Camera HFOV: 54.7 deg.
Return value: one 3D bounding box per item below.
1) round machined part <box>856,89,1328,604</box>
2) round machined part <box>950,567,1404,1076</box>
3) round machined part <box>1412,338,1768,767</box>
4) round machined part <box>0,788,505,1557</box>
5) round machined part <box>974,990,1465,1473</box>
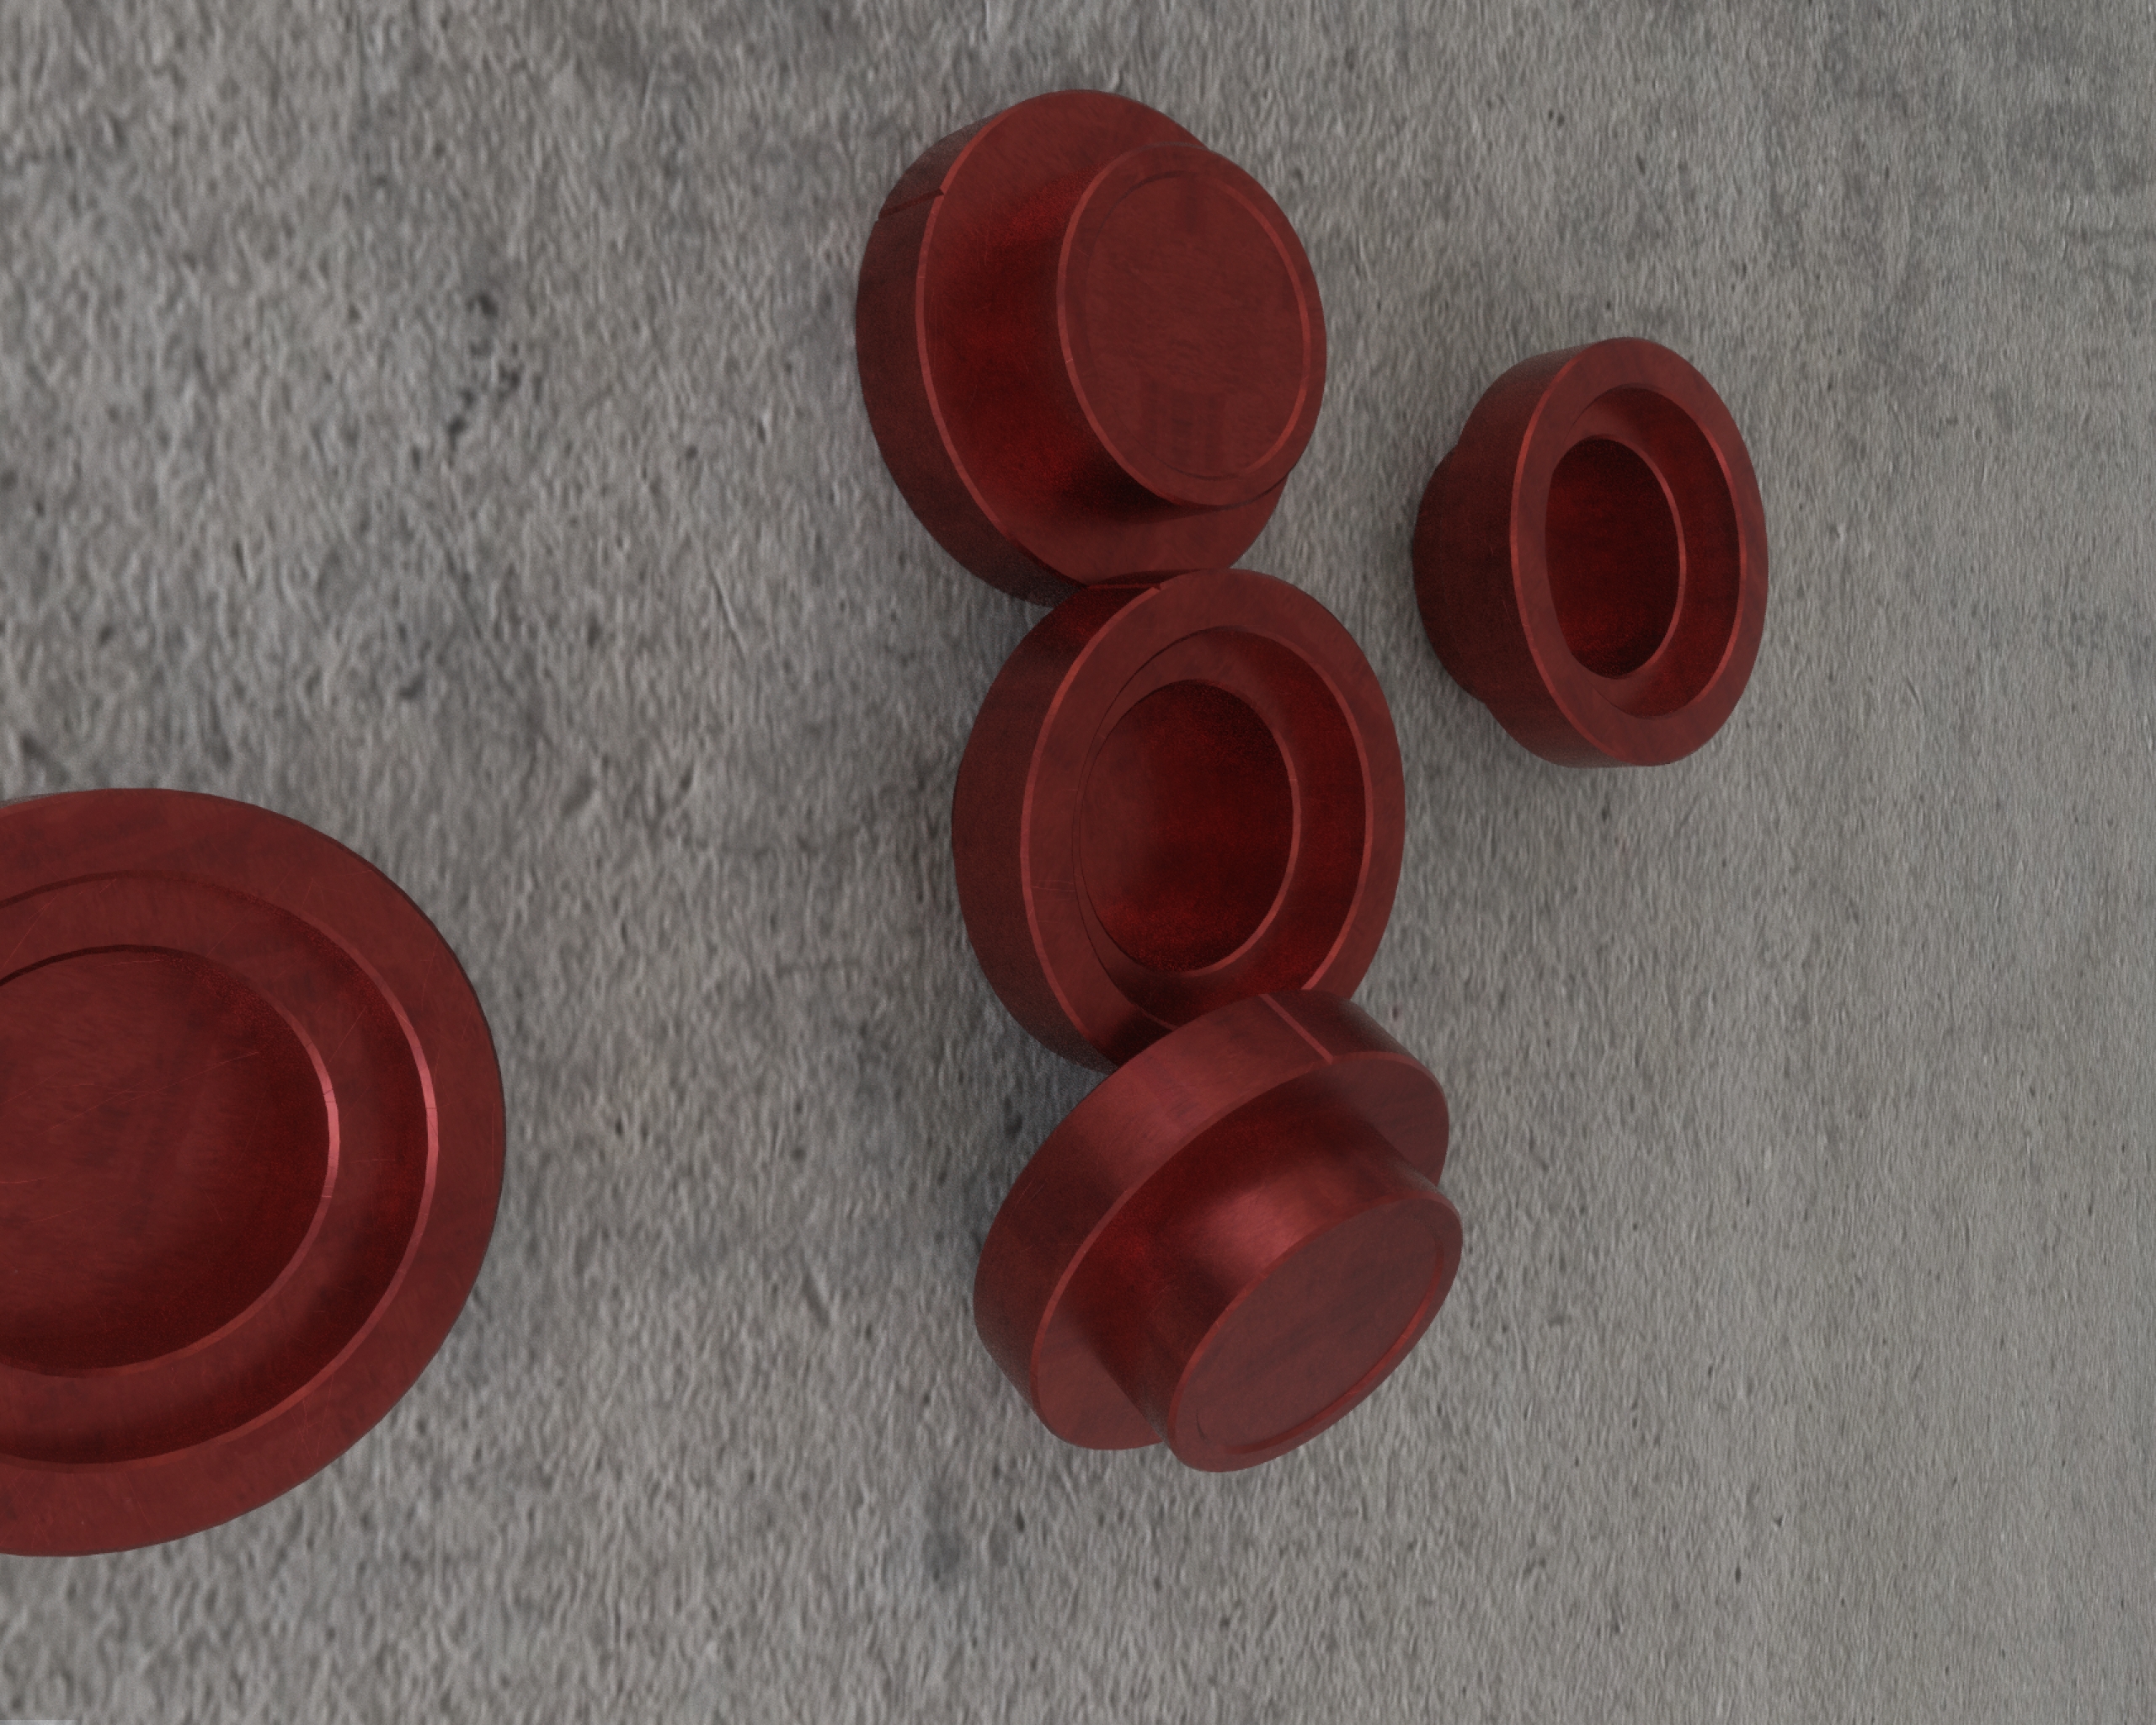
[{"bbox_3d":[0.010,-0.099,0.401,0.099,0.042,0.097,0,90,-40],"label":"round machined part"},{"bbox_3d":[0.015,-0.007,0.403,0.099,0.042,0.097,-5,98,-40],"label":"round machined part"},{"bbox_3d":[0.117,-0.071,0.491,0.099,0.042,0.097,0,90,-40],"label":"round machined part"},{"bbox_3d":[-0.133,0.039,0.282,0.099,0.042,0.097,0,90,-40],"label":"round machined part"},{"bbox_3d":[0.033,0.075,0.392,0.099,0.042,0.097,-24,137,-25],"label":"round machined part"}]
